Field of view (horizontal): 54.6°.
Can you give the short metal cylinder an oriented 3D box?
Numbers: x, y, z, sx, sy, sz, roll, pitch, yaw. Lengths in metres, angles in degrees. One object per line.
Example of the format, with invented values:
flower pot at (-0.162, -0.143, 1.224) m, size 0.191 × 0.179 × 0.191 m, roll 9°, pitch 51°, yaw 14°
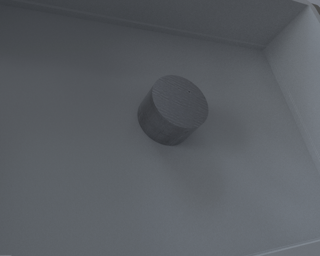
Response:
short metal cylinder at (0.017, -0.023, 0.412) m, size 0.081 × 0.050 × 0.080 m, roll 13°, pitch 56°, yaw -21°
